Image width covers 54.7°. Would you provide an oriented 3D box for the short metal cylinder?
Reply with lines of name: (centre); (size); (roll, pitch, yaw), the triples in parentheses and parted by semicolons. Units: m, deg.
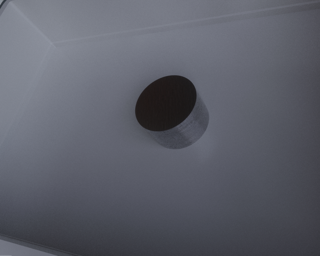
short metal cylinder: (0.016, -0.020, 0.392); (0.080, 0.050, 0.080); (-13, 56, 20)
